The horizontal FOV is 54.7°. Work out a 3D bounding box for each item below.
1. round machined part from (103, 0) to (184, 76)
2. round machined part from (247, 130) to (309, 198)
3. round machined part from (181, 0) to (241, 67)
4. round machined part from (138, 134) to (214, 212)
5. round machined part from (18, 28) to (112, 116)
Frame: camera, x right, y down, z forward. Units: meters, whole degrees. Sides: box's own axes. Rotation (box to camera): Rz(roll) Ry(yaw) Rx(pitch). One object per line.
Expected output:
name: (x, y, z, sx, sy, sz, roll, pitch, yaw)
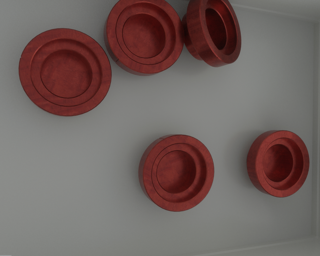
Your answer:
round machined part: (-0.023, -0.115, 0.393, 0.099, 0.042, 0.097, 0, 90, -20)
round machined part: (0.172, 0.052, 0.467, 0.099, 0.042, 0.097, 0, 90, -21)
round machined part: (0.065, -0.128, 0.413, 0.099, 0.042, 0.098, 11, 75, -46)
round machined part: (0.018, 0.057, 0.410, 0.099, 0.042, 0.097, 0, 90, -21)
round machined part: (-0.110, -0.062, 0.361, 0.099, 0.042, 0.097, 0, 90, -21)
